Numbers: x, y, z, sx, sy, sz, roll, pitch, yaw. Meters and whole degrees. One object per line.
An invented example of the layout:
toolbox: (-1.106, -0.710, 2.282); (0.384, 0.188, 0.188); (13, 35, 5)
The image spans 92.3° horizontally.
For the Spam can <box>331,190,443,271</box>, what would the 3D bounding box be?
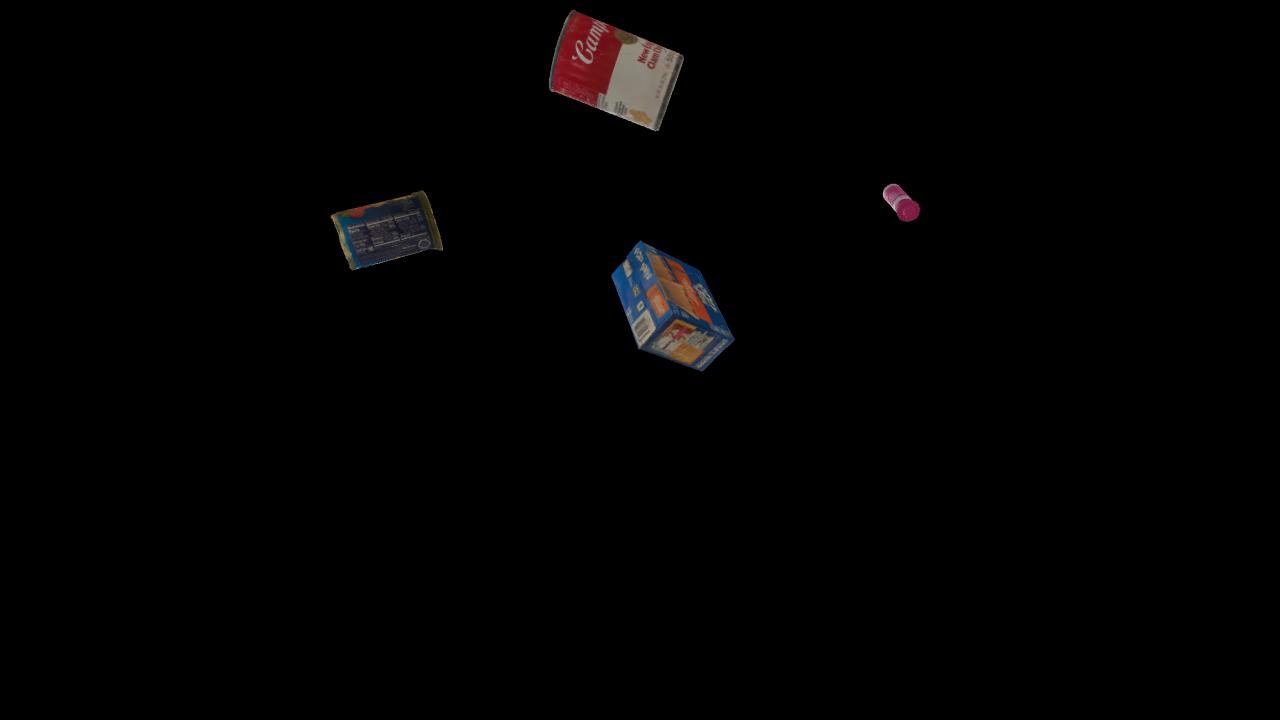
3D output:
Spam can: (-0.247, -0.125, 0.598); (0.085, 0.058, 0.101); (-21, 20, -20)

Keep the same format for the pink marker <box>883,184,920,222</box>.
pink marker: (0.249, -0.151, 0.588); (0.020, 0.020, 0.121); (0, 23, 15)

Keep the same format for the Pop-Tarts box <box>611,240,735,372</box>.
Pop-Tarts box: (0.050, -0.084, 0.965); (0.141, 0.167, 0.083); (20, -52, -39)

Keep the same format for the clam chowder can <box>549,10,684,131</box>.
clam chowder can: (-0.020, -0.249, 0.536); (0.102, 0.068, 0.068); (20, -2, -6)
